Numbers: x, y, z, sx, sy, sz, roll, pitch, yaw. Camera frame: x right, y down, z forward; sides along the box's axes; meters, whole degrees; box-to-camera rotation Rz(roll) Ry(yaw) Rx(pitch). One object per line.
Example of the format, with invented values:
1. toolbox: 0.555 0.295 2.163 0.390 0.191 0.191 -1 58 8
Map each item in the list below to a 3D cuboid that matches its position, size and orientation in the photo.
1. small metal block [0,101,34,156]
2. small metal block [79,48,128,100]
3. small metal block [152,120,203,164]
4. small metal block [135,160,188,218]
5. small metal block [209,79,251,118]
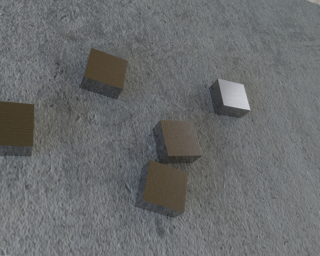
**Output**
1. small metal block: -0.158 0.001 0.318 0.050 0.025 0.050 4 60 -26
2. small metal block: -0.073 -0.071 0.407 0.050 0.025 0.050 17 55 -19
3. small metal block: 0.022 0.018 0.404 0.050 0.025 0.050 2 61 -27
4. small metal block: 0.003 0.071 0.361 0.050 0.025 0.050 21 54 -16
5. small metal block: 0.110 -0.046 0.491 0.050 0.025 0.050 8 58 -24
